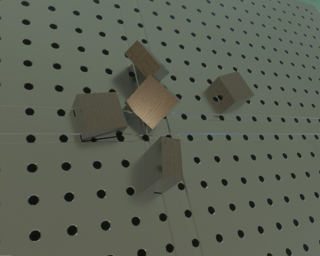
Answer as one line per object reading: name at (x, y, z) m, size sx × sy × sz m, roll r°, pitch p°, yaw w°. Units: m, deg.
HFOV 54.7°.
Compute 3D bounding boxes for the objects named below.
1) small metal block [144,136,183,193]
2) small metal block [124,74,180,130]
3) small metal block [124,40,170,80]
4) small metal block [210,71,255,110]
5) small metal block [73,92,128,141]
small metal block at (0.003, 0.044, 0.368) m, size 0.025 × 0.050 × 0.050 m, roll 12°, pitch 57°, yaw -22°
small metal block at (-0.009, -0.035, 0.407) m, size 0.050 × 0.050 × 0.025 m, roll 44°, pitch 12°, yaw 1°
small metal block at (-0.017, -0.092, 0.439) m, size 0.050 × 0.025 × 0.050 m, roll 49°, pitch 12°, yaw 8°
small metal block at (0.120, -0.063, 0.513) m, size 0.050 × 0.025 × 0.050 m, roll -20°, pitch 72°, yaw -36°
small metal block at (-0.074, -0.015, 0.379) m, size 0.050 × 0.025 × 0.050 m, roll -8°, pitch 66°, yaw -32°
